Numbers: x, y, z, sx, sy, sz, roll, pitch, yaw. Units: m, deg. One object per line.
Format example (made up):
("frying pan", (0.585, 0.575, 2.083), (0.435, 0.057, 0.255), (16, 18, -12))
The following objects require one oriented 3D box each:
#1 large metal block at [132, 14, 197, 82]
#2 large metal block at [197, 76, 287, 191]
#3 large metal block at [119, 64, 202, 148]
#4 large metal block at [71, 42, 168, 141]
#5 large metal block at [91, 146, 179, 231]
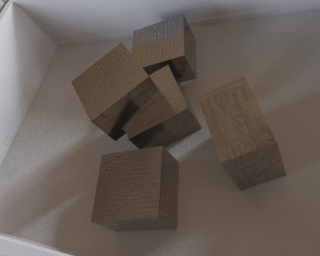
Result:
("large metal block", (0.006, -0.109, 0.453), (0.080, 0.050, 0.080), (-12, 57, 21))
("large metal block", (0.085, 0.008, 0.321), (0.050, 0.080, 0.080), (-24, 53, 14))
("large metal block", (-0.003, -0.023, 0.405), (0.080, 0.050, 0.080), (-28, 52, 10))
("large metal block", (-0.051, -0.045, 0.380), (0.080, 0.050, 0.080), (-38, 51, 3))
("large metal block", (-0.025, 0.072, 0.359), (0.080, 0.050, 0.080), (-10, 57, 23))
